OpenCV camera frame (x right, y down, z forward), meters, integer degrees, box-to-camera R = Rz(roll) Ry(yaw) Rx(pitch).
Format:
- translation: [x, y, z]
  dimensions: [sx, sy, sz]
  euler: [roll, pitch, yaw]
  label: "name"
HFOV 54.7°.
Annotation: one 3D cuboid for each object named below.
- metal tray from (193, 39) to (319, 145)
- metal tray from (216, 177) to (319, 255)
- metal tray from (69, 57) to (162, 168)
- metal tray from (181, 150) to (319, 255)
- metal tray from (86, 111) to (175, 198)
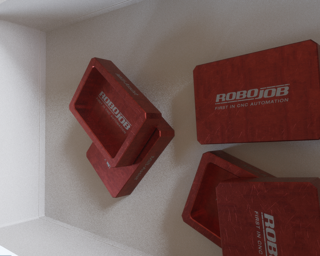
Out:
- translation: [0.099, -0.030, 0.321]
  dimensions: [0.130, 0.030, 0.089]
  euler: [-5, 87, 39]
  label: "metal tray"
- translation: [0.103, 0.111, 0.278]
  dimensions: [0.090, 0.030, 0.129]
  euler: [-8, 86, 39]
  label: "metal tray"
- translation: [-0.065, -0.022, 0.414]
  dimensions: [0.130, 0.030, 0.089]
  euler: [47, 118, 29]
  label: "metal tray"
- translation: [0.092, 0.089, 0.326]
  dimensions: [0.130, 0.030, 0.089]
  euler: [27, 107, 36]
  label: "metal tray"
- translation: [-0.047, 0.024, 0.440]
  dimensions: [0.090, 0.030, 0.129]
  euler: [50, 119, 28]
  label: "metal tray"
